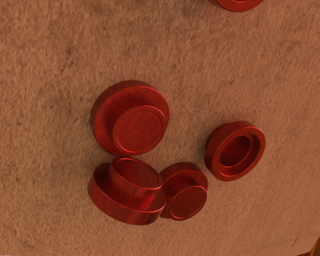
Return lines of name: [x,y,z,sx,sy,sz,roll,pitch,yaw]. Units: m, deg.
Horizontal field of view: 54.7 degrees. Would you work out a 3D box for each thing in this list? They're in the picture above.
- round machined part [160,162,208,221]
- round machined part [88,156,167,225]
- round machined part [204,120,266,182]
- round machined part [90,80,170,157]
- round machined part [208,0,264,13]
round machined part: [0.034,0.105,0.481,0.099,0.042,0.097,-14,125,-21]
round machined part: [-0.036,0.071,0.385,0.099,0.098,0.042,14,111,-34]
round machined part: [0.110,0.031,0.477,0.099,0.042,0.097,-14,125,-21]
round machined part: [-0.032,-0.005,0.377,0.099,0.042,0.097,-14,124,-21]
round machined part: [0.080,-0.178,0.331,0.099,0.042,0.097,-14,125,-21]
